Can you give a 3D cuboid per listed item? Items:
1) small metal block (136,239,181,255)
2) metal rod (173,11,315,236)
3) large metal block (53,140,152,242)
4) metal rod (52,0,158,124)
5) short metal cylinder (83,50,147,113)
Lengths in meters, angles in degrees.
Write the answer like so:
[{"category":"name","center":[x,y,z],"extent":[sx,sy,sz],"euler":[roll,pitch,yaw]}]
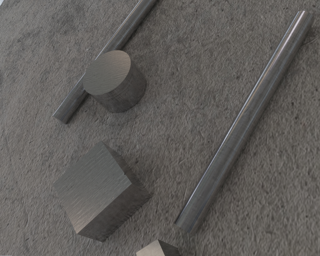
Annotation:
[{"category":"small metal block","center":[0.008,0.140,0.298],"extent":[0.025,0.050,0.050],"euler":[-35,51,5]},{"category":"metal rod","center":[0.104,-0.016,0.359],"extent":[0.025,0.025,0.300],"euler":[23,74,36]},{"category":"large metal block","center":[-0.071,0.076,0.378],"extent":[0.080,0.050,0.080],"euler":[-43,51,-1]},{"category":"metal rod","center":[-0.082,-0.135,0.529],"extent":[0.025,0.025,0.300],"euler":[24,74,36]},{"category":"short metal cylinder","center":[-0.067,-0.069,0.465],"extent":[0.080,0.050,0.080],"euler":[-13,56,21]}]
